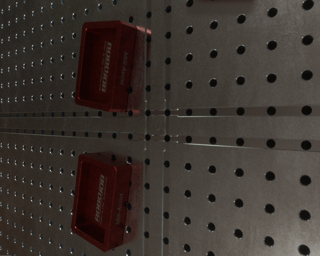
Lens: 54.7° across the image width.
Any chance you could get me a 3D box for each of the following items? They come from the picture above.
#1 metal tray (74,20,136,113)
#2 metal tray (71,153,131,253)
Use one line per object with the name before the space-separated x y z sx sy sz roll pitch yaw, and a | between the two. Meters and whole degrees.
metal tray | -0.086 -0.094 0.474 0.090 0.030 0.129 13 98 39
metal tray | -0.093 0.111 0.480 0.090 0.030 0.129 13 98 39
